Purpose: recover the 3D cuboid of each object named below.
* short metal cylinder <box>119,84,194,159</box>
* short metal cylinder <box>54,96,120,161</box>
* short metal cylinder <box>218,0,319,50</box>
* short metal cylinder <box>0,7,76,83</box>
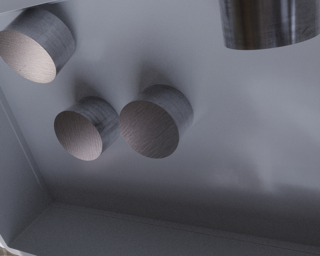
[{"bbox_3d":[-0.004,-0.009,0.389,0.080,0.050,0.079,13,124,21],"label":"short metal cylinder"},{"bbox_3d":[-0.103,0.000,0.447,0.080,0.050,0.079,13,124,21],"label":"short metal cylinder"},{"bbox_3d":[0.092,-0.102,0.262,0.080,0.080,0.050,1,119,28],"label":"short metal cylinder"},{"bbox_3d":[-0.157,-0.104,0.395,0.080,0.050,0.080,14,143,11],"label":"short metal cylinder"}]
